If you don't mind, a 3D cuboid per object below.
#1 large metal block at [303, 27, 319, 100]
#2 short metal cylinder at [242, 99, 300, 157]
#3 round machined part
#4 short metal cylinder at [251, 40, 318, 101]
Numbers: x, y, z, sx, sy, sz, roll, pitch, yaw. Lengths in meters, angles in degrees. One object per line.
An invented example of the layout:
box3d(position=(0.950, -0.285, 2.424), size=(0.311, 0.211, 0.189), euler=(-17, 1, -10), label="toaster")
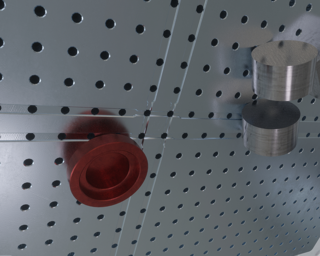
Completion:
box3d(position=(0.252, -0.102, 0.470), size=(0.080, 0.050, 0.080), euler=(-40, 130, -1), label="large metal block")
box3d(position=(0.164, -0.003, 0.464), size=(0.081, 0.080, 0.050), euler=(-22, 127, -15), label="short metal cylinder")
box3d(position=(-0.068, 0.049, 0.393), size=(0.099, 0.042, 0.097), euler=(-14, 124, -21), label="round machined part")
box3d(position=(0.165, -0.079, 0.417), size=(0.081, 0.080, 0.050), euler=(-23, 127, -15), label="short metal cylinder")
